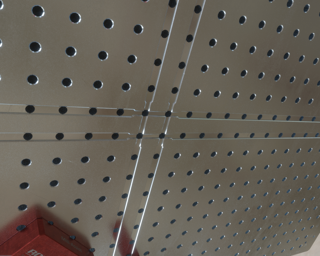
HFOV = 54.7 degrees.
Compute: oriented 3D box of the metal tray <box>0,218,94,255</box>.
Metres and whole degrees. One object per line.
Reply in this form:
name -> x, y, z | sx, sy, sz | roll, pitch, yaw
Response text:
metal tray -> -0.162, 0.193, 0.439 | 0.090, 0.030, 0.130 | -37, 130, -4
